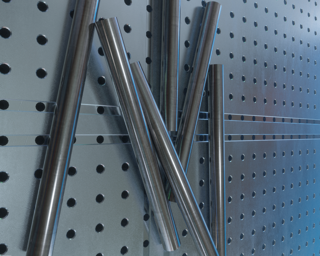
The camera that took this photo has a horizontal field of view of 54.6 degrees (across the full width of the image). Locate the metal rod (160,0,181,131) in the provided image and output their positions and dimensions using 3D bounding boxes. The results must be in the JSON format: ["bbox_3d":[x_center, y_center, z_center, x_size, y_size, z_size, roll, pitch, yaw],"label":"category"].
[{"bbox_3d":[0.015,-0.145,0.420,0.025,0.025,0.298,2,89,-40],"label":"metal rod"}]

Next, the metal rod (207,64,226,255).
[{"bbox_3d":[0.088,0.053,0.481,0.025,0.025,0.298,-2,91,-40],"label":"metal rod"}]

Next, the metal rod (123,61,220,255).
[{"bbox_3d":[0.020,0.060,0.397,0.025,0.025,0.299,-28,99,-36],"label":"metal rod"}]

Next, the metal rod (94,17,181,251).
[{"bbox_3d":[-0.021,0.021,0.377,0.025,0.025,0.298,-28,112,-36],"label":"metal rod"}]

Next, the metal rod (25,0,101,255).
[{"bbox_3d":[-0.097,-0.019,0.326,0.025,0.025,0.299,15,81,-39],"label":"metal rod"}]

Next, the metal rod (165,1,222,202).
[{"bbox_3d":[0.049,-0.044,0.448,0.025,0.025,0.299,21,77,-38],"label":"metal rod"}]
